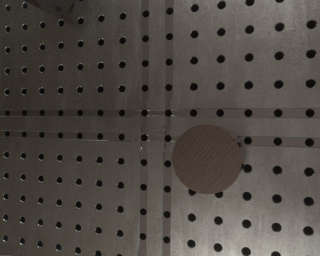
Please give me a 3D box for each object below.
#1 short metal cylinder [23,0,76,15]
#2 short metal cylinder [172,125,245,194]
[{"bbox_3d":[-0.160,-0.209,0.438,0.050,0.080,0.080,32,100,17],"label":"short metal cylinder"},{"bbox_3d":[0.061,0.036,0.377,0.080,0.050,0.079,0,90,19],"label":"short metal cylinder"}]
